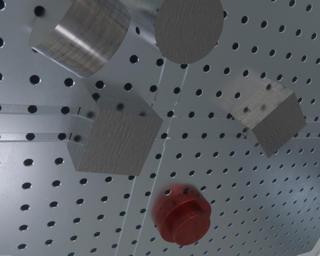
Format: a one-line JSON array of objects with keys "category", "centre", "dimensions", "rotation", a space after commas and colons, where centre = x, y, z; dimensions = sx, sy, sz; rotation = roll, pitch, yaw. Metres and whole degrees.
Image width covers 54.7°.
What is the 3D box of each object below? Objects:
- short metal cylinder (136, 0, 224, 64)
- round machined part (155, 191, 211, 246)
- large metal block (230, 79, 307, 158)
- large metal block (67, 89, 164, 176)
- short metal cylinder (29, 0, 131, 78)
[{"category": "short metal cylinder", "centre": [0.021, -0.115, 0.335], "dimensions": [0.081, 0.050, 0.079], "rotation": [-14, 124, -21]}, {"category": "round machined part", "centre": [0.045, 0.159, 0.523], "dimensions": [0.099, 0.042, 0.097], "rotation": [-14, 124, -21]}, {"category": "large metal block", "centre": [0.169, -0.014, 0.478], "dimensions": [0.080, 0.050, 0.080], "rotation": [-42, 130, 0]}, {"category": "large metal block", "centre": [-0.055, 0.008, 0.370], "dimensions": [0.081, 0.050, 0.079], "rotation": [11, 113, -33]}, {"category": "short metal cylinder", "centre": [-0.072, -0.092, 0.279], "dimensions": [0.050, 0.080, 0.080], "rotation": [32, 100, -38]}]
